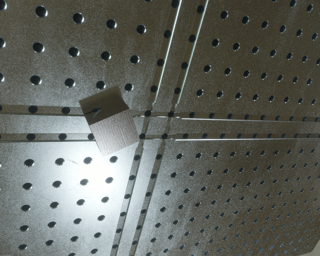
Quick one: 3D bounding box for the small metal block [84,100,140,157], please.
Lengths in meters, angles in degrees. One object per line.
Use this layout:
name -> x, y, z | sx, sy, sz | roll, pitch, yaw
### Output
small metal block -> -0.057, 0.001, 0.380 | 0.050, 0.025, 0.050 | -25, 127, -13
